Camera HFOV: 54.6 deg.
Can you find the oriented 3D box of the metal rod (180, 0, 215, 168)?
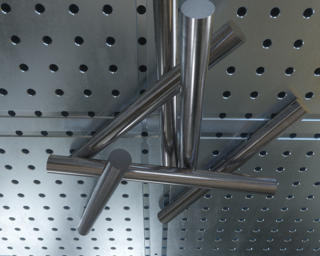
[{"bbox_3d":[0.035,-0.006,0.354,0.025,0.025,0.299,-2,146,2],"label":"metal rod"}]

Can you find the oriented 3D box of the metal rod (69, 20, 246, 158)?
[{"bbox_3d":[-0.029,-0.018,0.370,0.025,0.025,0.299,35,129,-26],"label":"metal rod"}]

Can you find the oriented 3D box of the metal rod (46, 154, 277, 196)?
[{"bbox_3d":[0.003,0.063,0.416,0.302,0.025,0.025,6,130,-1],"label":"metal rod"}]

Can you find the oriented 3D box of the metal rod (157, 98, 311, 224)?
[{"bbox_3d":[0.093,0.065,0.467,0.025,0.025,0.299,29,124,-22],"label":"metal rod"}]

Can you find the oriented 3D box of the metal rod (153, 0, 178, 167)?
[{"bbox_3d":[0.010,-0.041,0.376,0.025,0.025,0.298,-2,130,1],"label":"metal rod"}]

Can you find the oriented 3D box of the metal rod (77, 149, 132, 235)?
[{"bbox_3d":[-0.091,0.109,0.450,0.025,0.025,0.298,15,145,-13],"label":"metal rod"}]
